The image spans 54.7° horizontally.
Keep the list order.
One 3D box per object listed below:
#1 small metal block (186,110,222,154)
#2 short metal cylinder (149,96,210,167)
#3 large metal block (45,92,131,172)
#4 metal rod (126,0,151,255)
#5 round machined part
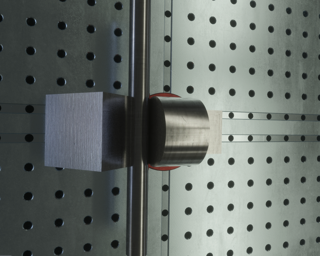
[{"bbox_3d":[0.051,0.004,0.374,0.025,0.050,0.050,1,90,-20],"label":"small metal block"},{"bbox_3d":[0.016,0.004,0.358,0.050,0.080,0.079,1,90,-20],"label":"short metal cylinder"},{"bbox_3d":[-0.081,0.003,0.348,0.050,0.080,0.079,1,90,-62],"label":"large metal block"},{"bbox_3d":[-0.025,-0.003,0.360,0.025,0.025,0.298,1,90,-20],"label":"metal rod"},{"bbox_3d":[0.000,0.004,0.403,0.099,0.042,0.097,0,90,-21],"label":"round machined part"}]
